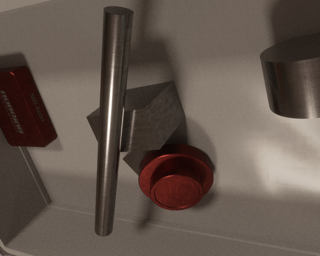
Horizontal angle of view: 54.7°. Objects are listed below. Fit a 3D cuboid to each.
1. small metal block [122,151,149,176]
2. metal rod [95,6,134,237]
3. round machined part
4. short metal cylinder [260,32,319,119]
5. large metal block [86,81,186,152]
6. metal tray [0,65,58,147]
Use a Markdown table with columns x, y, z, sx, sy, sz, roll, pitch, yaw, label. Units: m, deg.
| x | y | z | sx | sy | sz | roll | pitch | yaw | label |
| --- | --- | --- | --- | --- | --- | --- | --- | --- | --- |
| -0.017 | 0.045 | 0.444 | 0.050 | 0.025 | 0.050 | 47 | 129 | -6 | small metal block |
| -0.057 | 0.021 | 0.346 | 0.025 | 0.025 | 0.298 | 21 | 127 | 15 | metal rod |
| 0.021 | 0.070 | 0.405 | 0.099 | 0.042 | 0.097 | -1 | 127 | -1 | round machined part |
| 0.134 | -0.049 | 0.272 | 0.080 | 0.080 | 0.050 | -5 | 116 | 30 | short metal cylinder |
| -0.026 | -0.014 | 0.377 | 0.080 | 0.080 | 0.050 | -6 | 116 | 30 | large metal block |
| -0.232 | -0.032 | 0.505 | 0.090 | 0.030 | 0.129 | 0 | 119 | 28 | metal tray |
